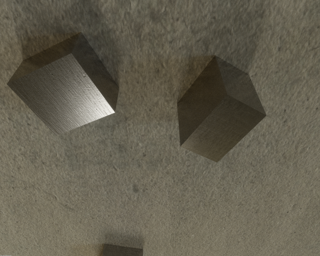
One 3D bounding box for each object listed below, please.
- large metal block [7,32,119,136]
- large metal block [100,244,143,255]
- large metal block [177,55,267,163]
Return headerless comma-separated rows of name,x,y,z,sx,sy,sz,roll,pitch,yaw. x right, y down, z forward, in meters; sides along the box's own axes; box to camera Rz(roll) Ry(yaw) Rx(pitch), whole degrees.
large metal block,-0.104,-0.047,0.349,0.080,0.050,0.080,-20,128,16
large metal block,-0.084,0.285,0.633,0.081,0.050,0.079,13,129,-11
large metal block,0.064,-0.022,0.354,0.050,0.080,0.080,25,126,-20
